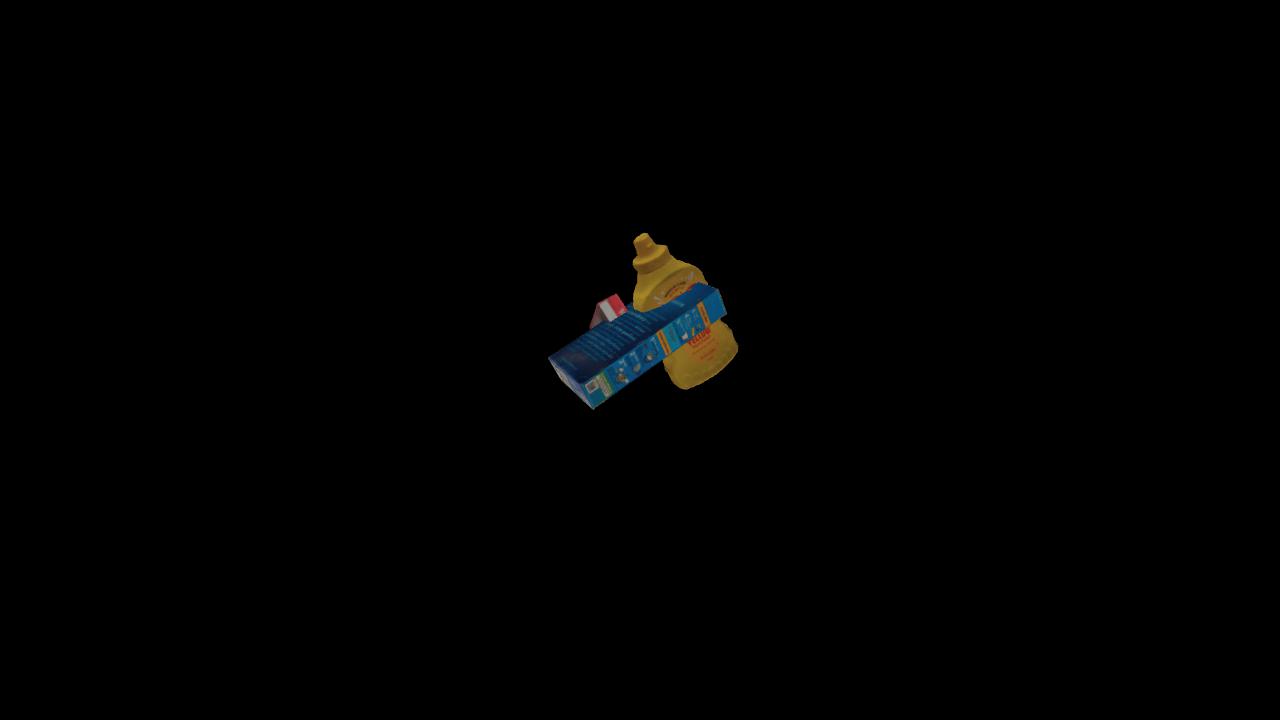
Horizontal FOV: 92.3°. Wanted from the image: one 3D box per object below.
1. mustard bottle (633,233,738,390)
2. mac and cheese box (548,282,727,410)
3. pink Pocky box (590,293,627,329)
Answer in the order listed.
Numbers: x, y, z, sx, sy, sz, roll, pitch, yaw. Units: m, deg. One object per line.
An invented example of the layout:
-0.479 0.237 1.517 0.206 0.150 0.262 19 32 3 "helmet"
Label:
0.040 -0.062 0.703 0.092 0.184 0.054 -33 25 -8 "mustard bottle"
-0.004 -0.026 0.679 0.184 0.041 0.093 -35 31 -15 "mac and cheese box"
-0.026 -0.026 0.765 0.029 0.084 0.155 -32 -2 -11 "pink Pocky box"
